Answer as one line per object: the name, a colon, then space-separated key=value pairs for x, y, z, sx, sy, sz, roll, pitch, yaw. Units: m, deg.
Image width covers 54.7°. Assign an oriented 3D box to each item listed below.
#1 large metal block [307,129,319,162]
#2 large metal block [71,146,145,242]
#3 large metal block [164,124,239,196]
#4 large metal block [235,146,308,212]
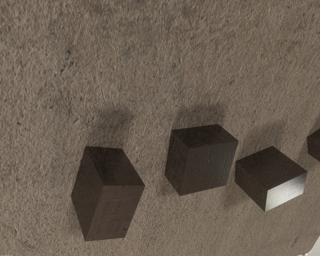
large metal block: x=0.340 y=0.033 z=0.581 sx=0.080 sy=0.080 sz=0.050 roll=-33 pitch=129 yaw=-7
large metal block: x=-0.068 y=0.079 z=0.384 sx=0.050 sy=0.080 sz=0.079 roll=7 pitch=115 yaw=-32
large metal block: x=0.058 y=0.045 z=0.452 sx=0.081 sy=0.050 sz=0.079 roll=-7 pitch=122 yaw=-25
large metal block: x=0.186 y=0.084 z=0.528 sx=0.081 sy=0.080 sz=0.050 roll=-19 pitch=126 yaw=-18
